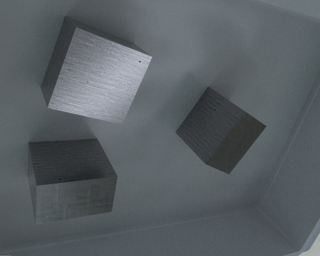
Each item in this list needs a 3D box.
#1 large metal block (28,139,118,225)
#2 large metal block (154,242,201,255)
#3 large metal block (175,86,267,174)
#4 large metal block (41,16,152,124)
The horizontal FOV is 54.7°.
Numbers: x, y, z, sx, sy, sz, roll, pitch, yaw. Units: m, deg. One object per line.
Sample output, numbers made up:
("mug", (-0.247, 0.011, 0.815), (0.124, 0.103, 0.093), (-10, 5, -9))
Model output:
("large metal block", (-0.103, 0.056, 0.352), (0.081, 0.080, 0.050), (-2, 120, -28))
("large metal block", (0.032, 0.273, 0.584), (0.081, 0.050, 0.079), (-9, 123, -24))
("large metal block", (0.080, 0.002, 0.420), (0.050, 0.080, 0.080), (26, 104, -38))
("large metal block", (-0.067, -0.057, 0.321), (0.081, 0.050, 0.079), (13, 111, -34))
